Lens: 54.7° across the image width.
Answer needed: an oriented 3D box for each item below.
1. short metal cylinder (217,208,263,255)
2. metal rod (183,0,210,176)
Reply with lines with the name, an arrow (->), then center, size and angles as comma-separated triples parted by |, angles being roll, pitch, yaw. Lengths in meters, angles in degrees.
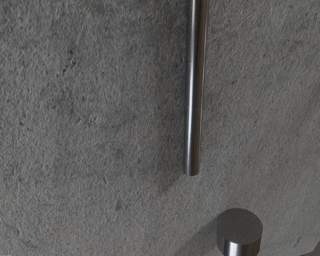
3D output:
short metal cylinder -> 0.146, 0.196, 0.572 | 0.081, 0.080, 0.050 | -18, 126, -18
metal rod -> 0.044, -0.061, 0.393 | 0.025, 0.025, 0.298 | -15, 125, -20
